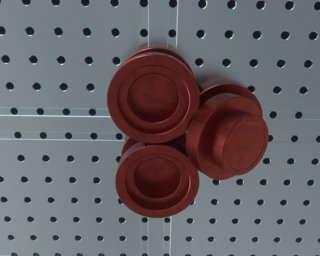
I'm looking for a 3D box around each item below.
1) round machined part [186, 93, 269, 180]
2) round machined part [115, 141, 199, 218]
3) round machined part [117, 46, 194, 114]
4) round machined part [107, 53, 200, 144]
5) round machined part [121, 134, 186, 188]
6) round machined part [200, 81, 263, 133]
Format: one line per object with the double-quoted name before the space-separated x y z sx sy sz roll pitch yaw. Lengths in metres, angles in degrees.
"round machined part" 0.081 0.013 0.342 0.099 0.042 0.097 -12 113 -30
"round machined part" -0.003 0.057 0.380 0.099 0.042 0.097 0 110 0
"round machined part" -0.005 -0.050 0.387 0.099 0.042 0.097 0 110 0
"round machined part" -0.007 -0.035 0.346 0.099 0.042 0.097 0 110 0
"round machined part" -0.004 0.042 0.420 0.099 0.042 0.097 0 110 0
"round machined part" 0.084 -0.009 0.402 0.099 0.042 0.097 0 110 0
